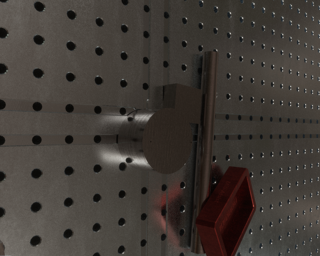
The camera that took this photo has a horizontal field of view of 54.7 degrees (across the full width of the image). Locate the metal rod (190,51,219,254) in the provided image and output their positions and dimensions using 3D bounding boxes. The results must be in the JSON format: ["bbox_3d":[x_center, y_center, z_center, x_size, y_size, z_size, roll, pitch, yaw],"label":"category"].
[{"bbox_3d":[0.068,0.034,0.468,0.025,0.025,0.298,7,86,-40],"label":"metal rod"}]

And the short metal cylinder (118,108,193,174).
[{"bbox_3d":[-0.005,0.015,0.391,0.081,0.050,0.079,0,90,-40],"label":"short metal cylinder"}]

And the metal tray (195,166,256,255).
[{"bbox_3d":[0.106,0.132,0.475,0.131,0.030,0.090,-44,125,-43],"label":"metal tray"}]

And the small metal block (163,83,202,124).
[{"bbox_3d":[0.031,-0.033,0.438,0.050,0.025,0.050,7,85,-40],"label":"small metal block"}]

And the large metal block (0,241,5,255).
[{"bbox_3d":[-0.169,0.114,0.233,0.081,0.080,0.050,-11,97,-40],"label":"large metal block"}]
